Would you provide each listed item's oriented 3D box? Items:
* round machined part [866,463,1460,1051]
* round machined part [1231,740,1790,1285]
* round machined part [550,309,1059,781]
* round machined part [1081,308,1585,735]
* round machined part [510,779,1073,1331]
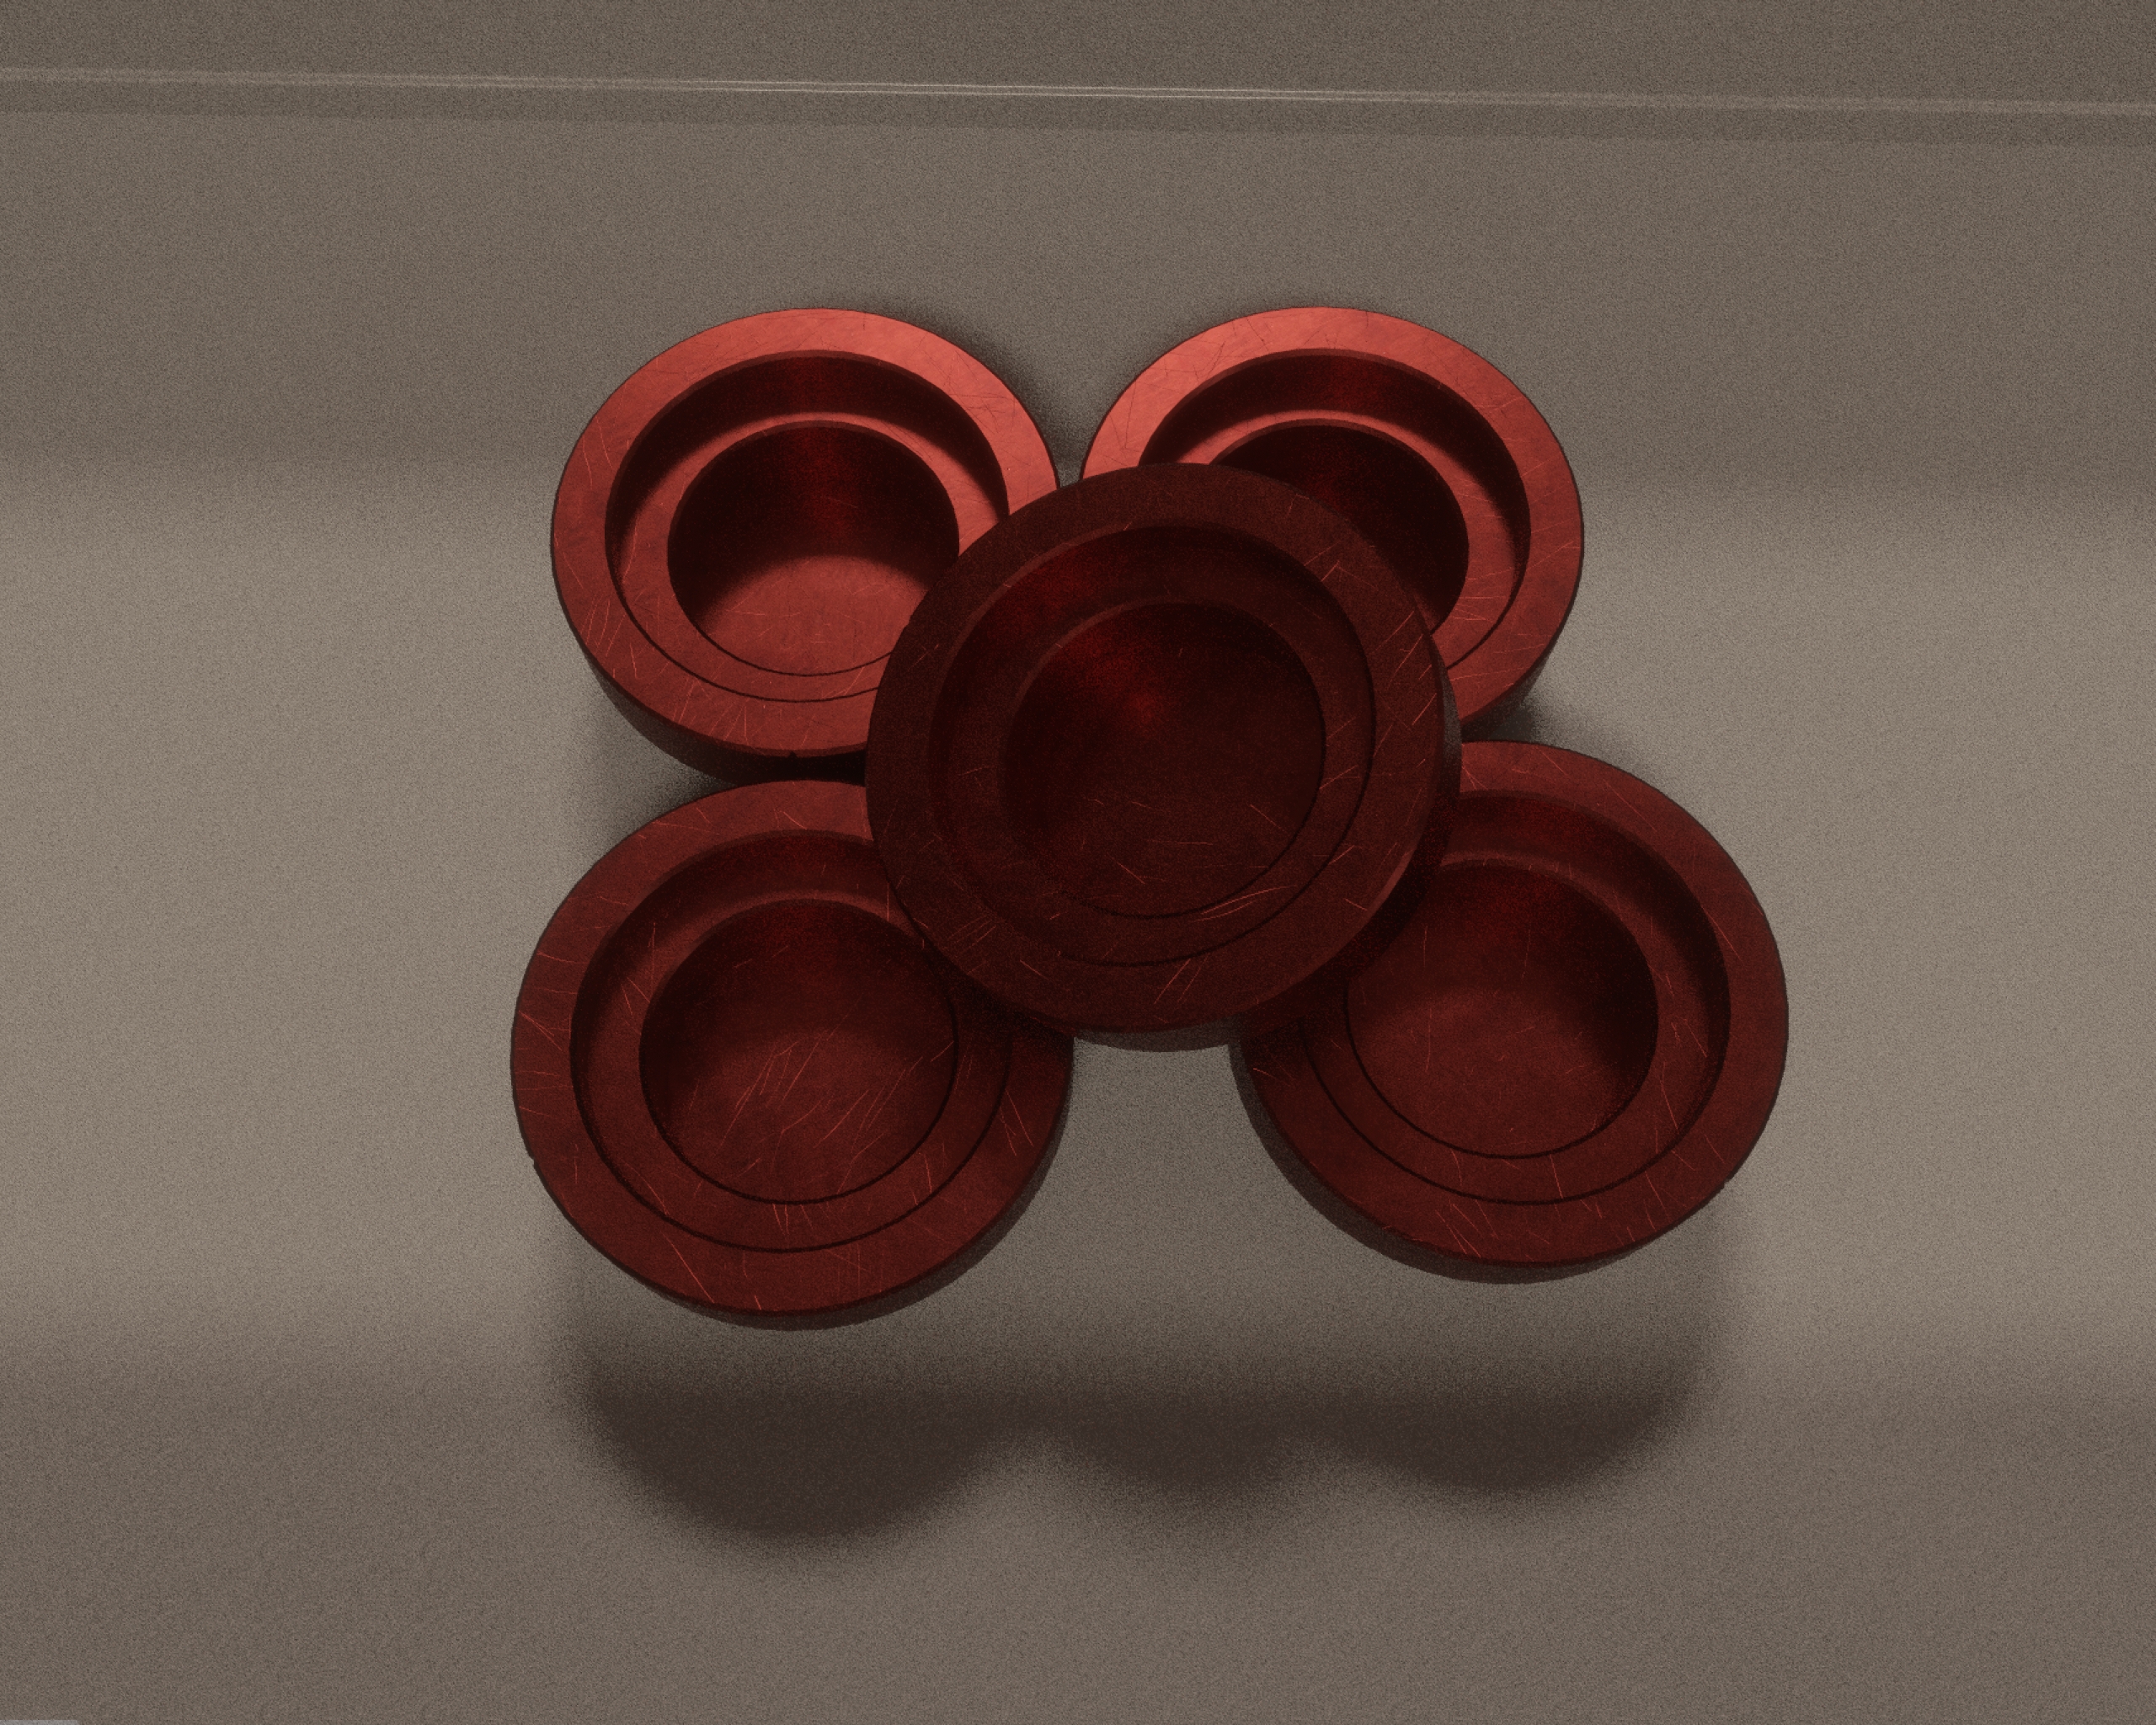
[{"bbox_3d":[0.017,-0.015,0.359,0.098,0.042,0.098,-5,74,17],"label":"round machined part"},{"bbox_3d":[0.077,0.030,0.389,0.099,0.042,0.098,0,70,-1],"label":"round machined part"},{"bbox_3d":[-0.052,-0.058,0.419,0.099,0.042,0.098,0,70,-1],"label":"round machined part"},{"bbox_3d":[0.048,-0.059,0.421,0.099,0.042,0.098,0,70,-1],"label":"round machined part"},{"bbox_3d":[-0.050,0.037,0.385,0.099,0.042,0.098,0,70,-1],"label":"round machined part"}]
